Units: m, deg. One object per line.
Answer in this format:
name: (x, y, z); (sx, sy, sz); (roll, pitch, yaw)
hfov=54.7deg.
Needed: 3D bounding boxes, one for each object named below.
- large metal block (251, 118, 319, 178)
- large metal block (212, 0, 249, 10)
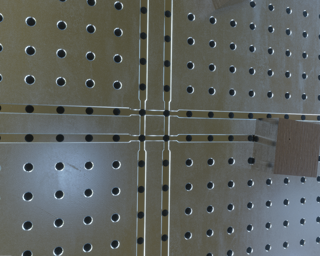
large metal block: (0.192, 0.030, 0.472); (0.081, 0.050, 0.080); (8, 88, -20)
large metal block: (0.111, -0.226, 0.442); (0.081, 0.050, 0.080); (-23, 98, -19)
